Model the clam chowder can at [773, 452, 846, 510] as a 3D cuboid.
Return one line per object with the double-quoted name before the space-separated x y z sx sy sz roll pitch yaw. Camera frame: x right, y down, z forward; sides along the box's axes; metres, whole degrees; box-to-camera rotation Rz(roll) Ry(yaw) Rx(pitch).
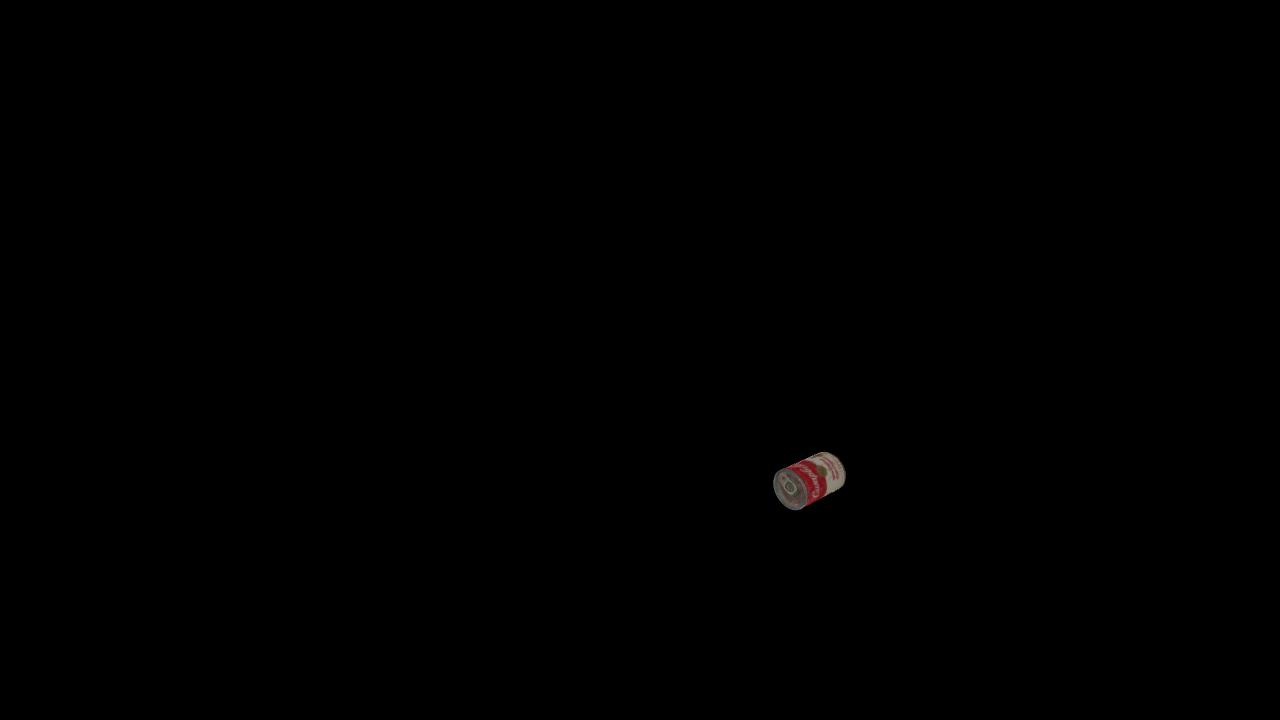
"clam chowder can" 0.275 0.194 0.994 0.102 0.068 0.068 -14 8 -35
